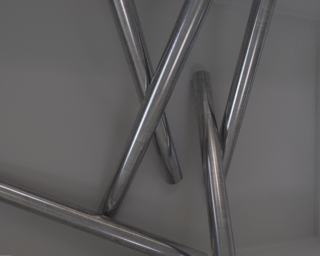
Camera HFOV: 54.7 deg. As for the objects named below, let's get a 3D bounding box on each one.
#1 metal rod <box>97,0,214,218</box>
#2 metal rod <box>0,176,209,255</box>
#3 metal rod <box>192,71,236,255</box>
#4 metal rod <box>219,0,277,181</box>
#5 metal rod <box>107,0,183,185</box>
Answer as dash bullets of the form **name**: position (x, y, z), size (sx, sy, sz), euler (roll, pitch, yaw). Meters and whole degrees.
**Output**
- **metal rod**: position (-0.011, -0.015, 0.336), size (0.025, 0.025, 0.298), euler (17, 112, -20)
- **metal rod**: position (-0.081, 0.108, 0.358), size (0.301, 0.025, 0.025), euler (24, 82, -10)
- **metal rod**: position (0.064, 0.061, 0.368), size (0.025, 0.025, 0.299), euler (7, 62, -20)
- **metal rod**: position (0.100, -0.048, 0.384), size (0.025, 0.025, 0.298), euler (1, 114, -20)
- **metal rod**: position (-0.018, -0.055, 0.343), size (0.025, 0.025, 0.298), euler (-27, 123, -18)
